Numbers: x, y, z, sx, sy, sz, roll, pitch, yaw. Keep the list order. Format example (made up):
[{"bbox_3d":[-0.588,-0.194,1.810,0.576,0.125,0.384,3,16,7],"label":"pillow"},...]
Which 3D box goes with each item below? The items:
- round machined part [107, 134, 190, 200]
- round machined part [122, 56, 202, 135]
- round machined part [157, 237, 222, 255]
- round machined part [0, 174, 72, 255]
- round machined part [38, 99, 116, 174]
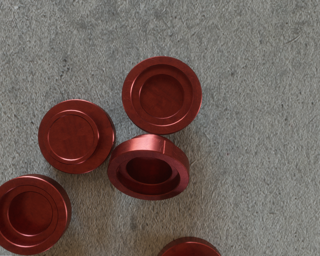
[{"bbox_3d":[-0.012,0.045,0.384,0.099,0.042,0.097,3,134,3],"label":"round machined part"},{"bbox_3d":[0.002,-0.039,0.399,0.099,0.042,0.097,0,86,-1],"label":"round machined part"},{"bbox_3d":[0.040,0.197,0.402,0.099,0.042,0.097,0,90,0],"label":"round machined part"},{"bbox_3d":[-0.163,0.108,0.400,0.099,0.042,0.097,0,90,0],"label":"round machined part"},{"bbox_3d":[-0.109,0.011,0.400,0.099,0.042,0.097,0,90,0],"label":"round machined part"}]
